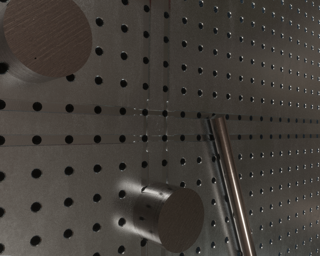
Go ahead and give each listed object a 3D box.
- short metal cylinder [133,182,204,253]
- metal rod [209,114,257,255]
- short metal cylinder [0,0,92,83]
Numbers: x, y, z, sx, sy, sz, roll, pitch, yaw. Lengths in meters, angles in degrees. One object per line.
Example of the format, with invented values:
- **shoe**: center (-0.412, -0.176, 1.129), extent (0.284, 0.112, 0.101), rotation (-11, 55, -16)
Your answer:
- **short metal cylinder**: center (0.012, 0.115, 0.405), extent (0.081, 0.050, 0.079), rotation (0, 90, -40)
- **metal rod**: center (0.128, 0.122, 0.520), extent (0.025, 0.025, 0.298), rotation (-26, 106, -37)
- **short metal cylinder**: center (-0.114, -0.086, 0.298), extent (0.081, 0.050, 0.079), rotation (0, 90, -40)
